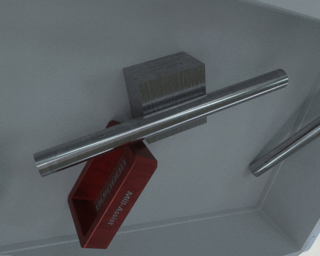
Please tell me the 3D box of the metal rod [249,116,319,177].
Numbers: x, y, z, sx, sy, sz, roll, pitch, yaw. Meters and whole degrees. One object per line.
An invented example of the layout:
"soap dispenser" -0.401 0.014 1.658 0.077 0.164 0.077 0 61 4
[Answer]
"metal rod" 0.252 -0.010 0.466 0.025 0.025 0.298 14 136 -34

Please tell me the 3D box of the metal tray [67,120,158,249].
"metal tray" -0.063 0.067 0.374 0.030 0.090 0.129 21 107 -36

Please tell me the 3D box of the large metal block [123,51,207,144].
"large metal block" 0.008 -0.038 0.375 0.081 0.050 0.079 -20 126 -17

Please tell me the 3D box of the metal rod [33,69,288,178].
"metal rod" 0.017 -0.013 0.346 0.302 0.025 0.025 -20 126 -17
